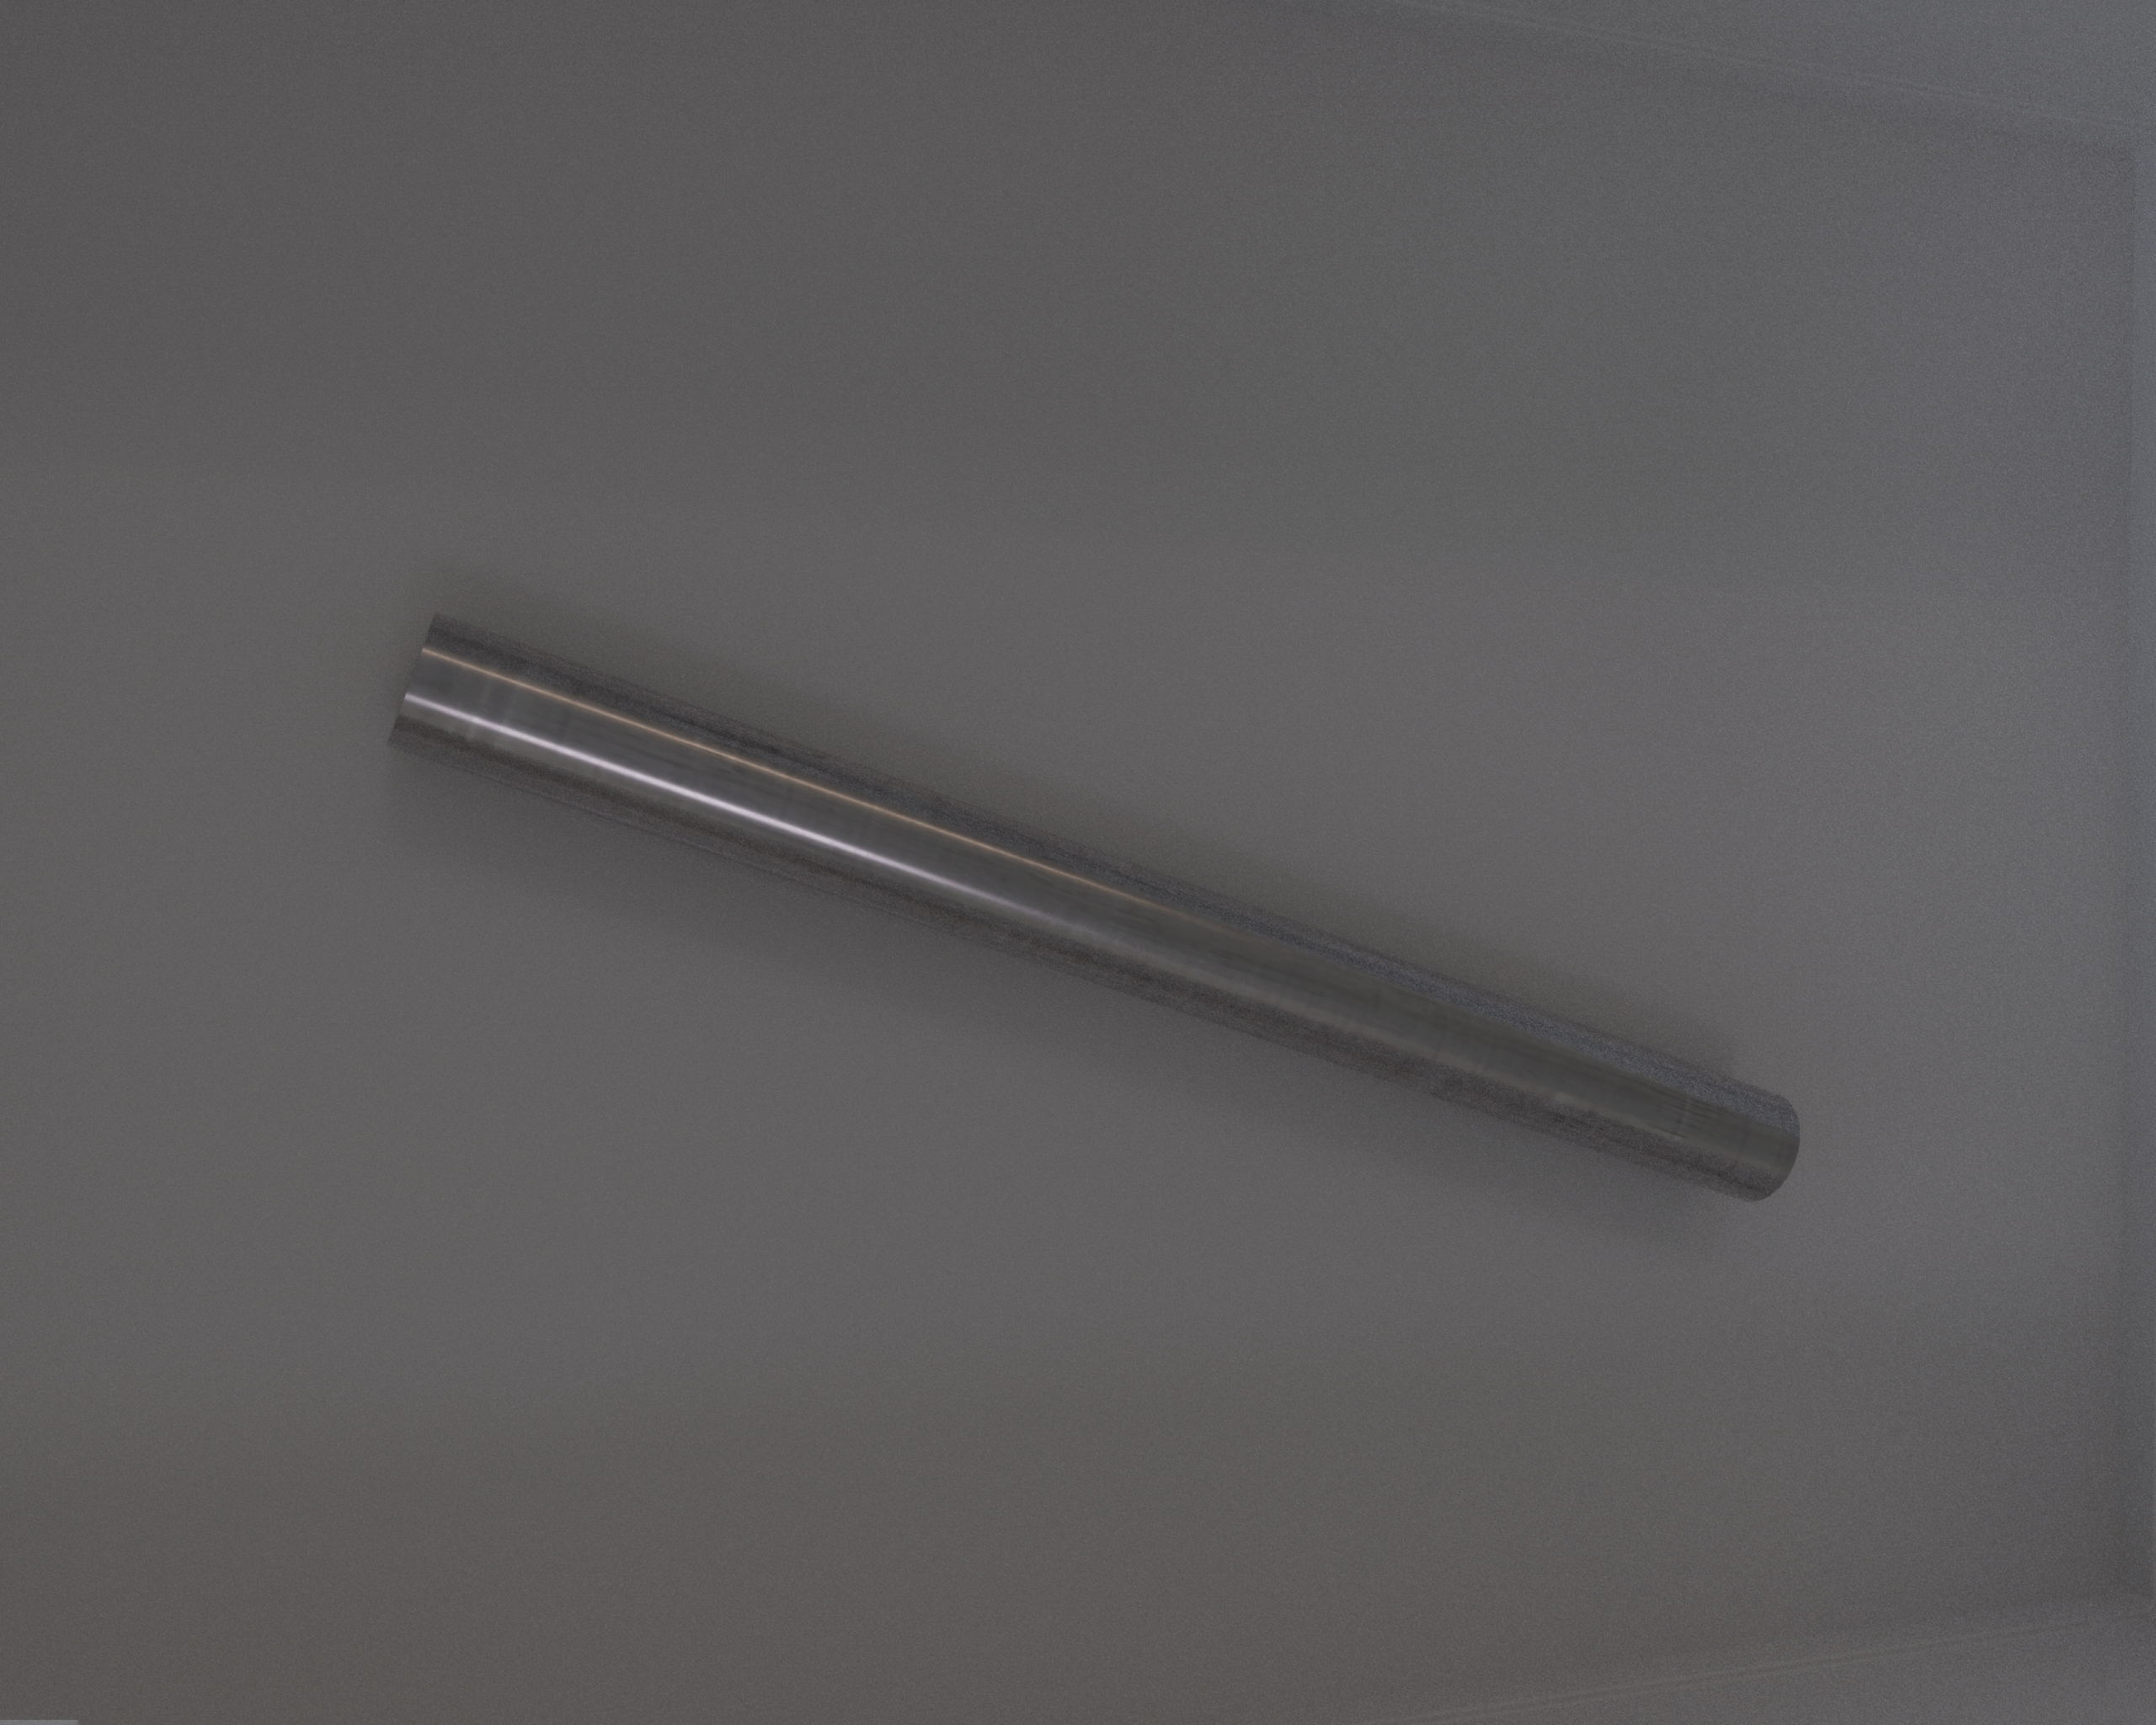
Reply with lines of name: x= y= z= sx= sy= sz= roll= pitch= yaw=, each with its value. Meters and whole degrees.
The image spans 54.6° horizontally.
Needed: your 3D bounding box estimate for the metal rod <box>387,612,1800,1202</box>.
metal rod: x=0.017 y=0.016 z=0.415 sx=0.302 sy=0.025 sz=0.025 roll=20 pitch=84 yaw=-19
